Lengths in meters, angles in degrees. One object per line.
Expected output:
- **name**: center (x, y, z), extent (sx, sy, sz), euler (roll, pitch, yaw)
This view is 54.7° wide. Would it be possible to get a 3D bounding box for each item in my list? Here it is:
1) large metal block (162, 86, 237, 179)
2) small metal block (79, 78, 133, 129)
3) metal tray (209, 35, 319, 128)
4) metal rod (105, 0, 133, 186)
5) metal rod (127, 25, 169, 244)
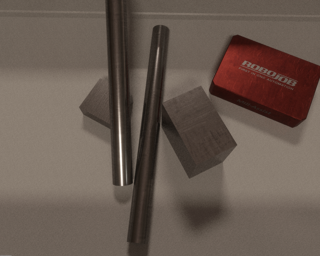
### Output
- **large metal block**: center (0.043, 0.008, 0.378), extent (0.050, 0.080, 0.080), euler (-25, 72, -9)
- **small metal block**: center (-0.072, -0.032, 0.420), extent (0.050, 0.025, 0.050), euler (28, 72, 9)
- **metal tray**: center (0.146, -0.067, 0.433), extent (0.130, 0.030, 0.090), euler (24, 71, 8)
- **metal rod**: center (-0.050, -0.080, 0.373), extent (0.025, 0.025, 0.298), euler (-2, 95, -1)
- **metal rod**: center (-0.012, -0.006, 0.411), extent (0.025, 0.025, 0.299), euler (5, 70, 1)
